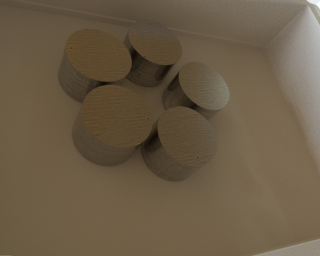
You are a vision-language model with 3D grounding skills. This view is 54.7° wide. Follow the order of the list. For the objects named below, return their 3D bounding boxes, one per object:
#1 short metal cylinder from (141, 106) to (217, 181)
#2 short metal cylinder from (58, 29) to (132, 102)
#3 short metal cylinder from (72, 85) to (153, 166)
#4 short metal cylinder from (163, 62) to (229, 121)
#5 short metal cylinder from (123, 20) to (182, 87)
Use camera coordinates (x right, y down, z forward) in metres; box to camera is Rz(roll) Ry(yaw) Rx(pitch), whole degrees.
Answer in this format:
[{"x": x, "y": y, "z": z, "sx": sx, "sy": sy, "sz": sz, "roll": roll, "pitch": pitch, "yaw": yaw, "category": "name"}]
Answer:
[{"x": 0.023, "y": 0.020, "z": 0.387, "sx": 0.081, "sy": 0.050, "sz": 0.080, "roll": 14, "pitch": 56, "yaw": -21, "category": "short metal cylinder"}, {"x": -0.082, "y": -0.076, "z": 0.389, "sx": 0.081, "sy": 0.050, "sz": 0.080, "roll": 14, "pitch": 56, "yaw": -21, "category": "short metal cylinder"}, {"x": -0.056, "y": -0.003, "z": 0.359, "sx": 0.081, "sy": 0.050, "sz": 0.080, "roll": 14, "pitch": 56, "yaw": -21, "category": "short metal cylinder"}, {"x": 0.051, "y": -0.047, "z": 0.443, "sx": 0.081, "sy": 0.050, "sz": 0.080, "roll": 14, "pitch": 56, "yaw": -21, "category": "short metal cylinder"}, {"x": -0.016, "y": -0.107, "z": 0.443, "sx": 0.081, "sy": 0.050, "sz": 0.080, "roll": 14, "pitch": 56, "yaw": -21, "category": "short metal cylinder"}]
